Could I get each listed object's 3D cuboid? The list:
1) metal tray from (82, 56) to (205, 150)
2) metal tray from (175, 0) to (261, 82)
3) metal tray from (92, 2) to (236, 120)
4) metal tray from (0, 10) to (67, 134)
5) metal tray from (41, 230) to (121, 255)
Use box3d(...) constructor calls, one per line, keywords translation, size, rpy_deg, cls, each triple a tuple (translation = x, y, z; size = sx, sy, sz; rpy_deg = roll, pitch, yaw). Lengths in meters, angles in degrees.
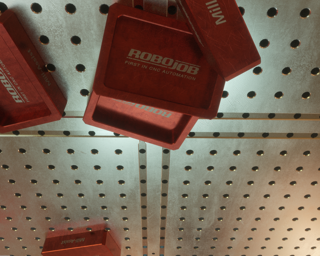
box3d(translation=(-0.019, -0.028, 0.384), size=(0.131, 0.030, 0.089), rpy_deg=(18, 128, -15), cls="metal tray")
box3d(translation=(0.031, -0.109, 0.253), size=(0.030, 0.090, 0.130), rpy_deg=(-29, 110, 9), cls="metal tray")
box3d(translation=(0.004, -0.066, 0.323), size=(0.131, 0.030, 0.089), rpy_deg=(12, 97, -11), cls="metal tray")
box3d(translation=(-0.179, -0.058, 0.356), size=(0.090, 0.030, 0.129), rpy_deg=(-13, 129, 10), cls="metal tray")
box3d(translation=(-0.154, 0.248, 0.618), size=(0.131, 0.030, 0.090), rpy_deg=(-11, 130, 9), cls="metal tray")
